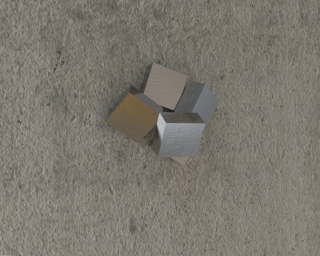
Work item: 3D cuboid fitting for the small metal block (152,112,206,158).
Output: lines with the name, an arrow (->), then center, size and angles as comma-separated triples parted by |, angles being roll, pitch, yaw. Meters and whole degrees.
small metal block -> 0.022, 0.009, 0.381 | 0.050, 0.025, 0.050 | 0, 123, -20

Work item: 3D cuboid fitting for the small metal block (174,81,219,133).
small metal block -> 0.050, -0.028, 0.418 | 0.050, 0.025, 0.050 | 38, 75, -51

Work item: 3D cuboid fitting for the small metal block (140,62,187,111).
small metal block -> 0.003, -0.053, 0.413 | 0.050, 0.025, 0.050 | 18, 84, -20

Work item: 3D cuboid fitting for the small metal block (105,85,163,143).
small metal block -> -0.032, -0.017, 0.387 | 0.050, 0.025, 0.050 | 35, 114, -18

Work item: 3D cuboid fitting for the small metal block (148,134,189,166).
small metal block -> 0.020, 0.016, 0.419 | 0.050, 0.025, 0.050 | 34, 79, -17
